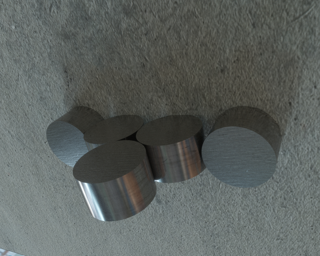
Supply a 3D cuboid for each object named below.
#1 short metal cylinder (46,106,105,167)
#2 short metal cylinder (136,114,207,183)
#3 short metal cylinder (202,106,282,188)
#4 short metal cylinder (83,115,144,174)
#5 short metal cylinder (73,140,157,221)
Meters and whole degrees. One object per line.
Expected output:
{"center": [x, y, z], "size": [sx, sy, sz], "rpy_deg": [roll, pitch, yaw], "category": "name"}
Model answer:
{"center": [-0.120, 0.013, 0.464], "size": [0.080, 0.050, 0.079], "rpy_deg": [13, 124, 20], "category": "short metal cylinder"}
{"center": [0.016, 0.023, 0.379], "size": [0.080, 0.080, 0.050], "rpy_deg": [0, 118, 28], "category": "short metal cylinder"}
{"center": [0.094, 0.021, 0.355], "size": [0.080, 0.050, 0.079], "rpy_deg": [13, 124, 20], "category": "short metal cylinder"}
{"center": [-0.055, 0.022, 0.415], "size": [0.080, 0.080, 0.050], "rpy_deg": [0, 119, 28], "category": "short metal cylinder"}
{"center": [-0.049, 0.056, 0.343], "size": [0.080, 0.080, 0.050], "rpy_deg": [1, 120, 28], "category": "short metal cylinder"}
